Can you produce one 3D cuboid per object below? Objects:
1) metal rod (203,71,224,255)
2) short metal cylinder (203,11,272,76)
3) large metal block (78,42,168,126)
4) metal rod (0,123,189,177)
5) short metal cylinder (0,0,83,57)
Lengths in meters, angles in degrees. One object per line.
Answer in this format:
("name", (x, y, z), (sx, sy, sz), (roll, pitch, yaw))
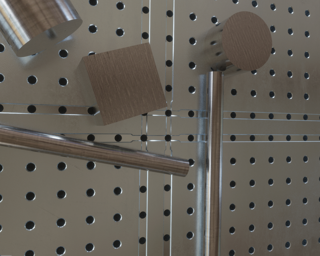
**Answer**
("metal rod", (0.075, 0.071, 0.440), (0.025, 0.025, 0.298), (1, 90, -20))
("short metal cylinder", (0.109, -0.117, 0.439), (0.081, 0.050, 0.079), (0, 90, -20))
("large metal block", (-0.046, -0.052, 0.382), (0.081, 0.050, 0.080), (-18, 96, -19))
("metal rod", (-0.104, 0.024, 0.374), (0.302, 0.025, 0.025), (13, 86, -20))
("short metal cylinder", (-0.132, -0.119, 0.334), (0.080, 0.080, 0.050), (-34, 101, -17))
